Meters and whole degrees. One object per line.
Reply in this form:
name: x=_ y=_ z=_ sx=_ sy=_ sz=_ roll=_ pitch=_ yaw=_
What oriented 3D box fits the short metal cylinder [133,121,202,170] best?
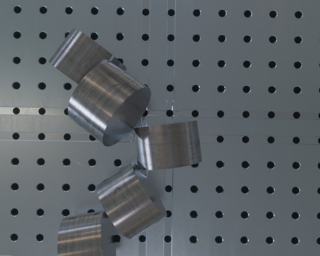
short metal cylinder: x=0.009 y=0.020 z=0.386 sx=0.080 sy=0.080 sz=0.050 roll=-7 pitch=91 yaw=0

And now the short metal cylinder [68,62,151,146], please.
short metal cylinder: x=-0.055 y=-0.026 z=0.348 sx=0.050 sy=0.080 sz=0.080 roll=37 pitch=90 yaw=13

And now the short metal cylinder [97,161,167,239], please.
short metal cylinder: x=-0.034 y=0.089 z=0.386 sx=0.050 sy=0.080 sz=0.080 roll=-33 pitch=90 yaw=0

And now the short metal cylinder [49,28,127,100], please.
short metal cylinder: x=-0.089 y=-0.078 z=0.385 sx=0.080 sy=0.080 sz=0.050 roll=36 pitch=90 yaw=0

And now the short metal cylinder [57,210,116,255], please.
short metal cylinder: x=-0.088 y=0.147 z=0.385 sx=0.050 sy=0.080 sz=0.080 roll=-10 pitch=90 yaw=0
